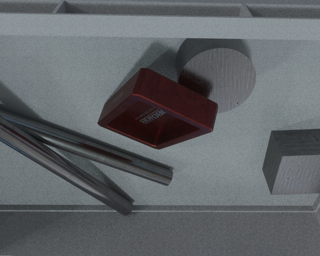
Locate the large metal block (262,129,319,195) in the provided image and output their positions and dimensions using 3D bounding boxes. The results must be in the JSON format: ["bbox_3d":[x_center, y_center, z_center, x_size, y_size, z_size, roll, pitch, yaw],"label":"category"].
[{"bbox_3d":[0.198,0.048,0.437,0.081,0.050,0.079,-2,130,1],"label":"large metal block"}]

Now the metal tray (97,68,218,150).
[{"bbox_3d":[-0.009,-0.014,0.351,0.090,0.030,0.130,24,158,-20],"label":"metal tray"}]

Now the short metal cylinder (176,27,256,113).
[{"bbox_3d":[0.059,-0.062,0.341,0.081,0.050,0.079,-1,130,0],"label":"short metal cylinder"}]

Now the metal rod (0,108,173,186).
[{"bbox_3d":[-0.119,0.023,0.426,0.302,0.025,0.025,22,127,-19],"label":"metal rod"}]

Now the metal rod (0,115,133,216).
[{"bbox_3d":[-0.136,0.054,0.428,0.025,0.025,0.300,-26,133,20],"label":"metal rod"}]
